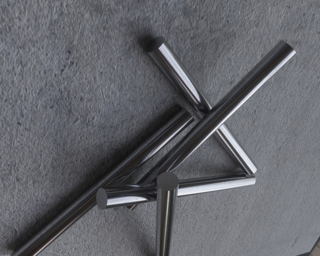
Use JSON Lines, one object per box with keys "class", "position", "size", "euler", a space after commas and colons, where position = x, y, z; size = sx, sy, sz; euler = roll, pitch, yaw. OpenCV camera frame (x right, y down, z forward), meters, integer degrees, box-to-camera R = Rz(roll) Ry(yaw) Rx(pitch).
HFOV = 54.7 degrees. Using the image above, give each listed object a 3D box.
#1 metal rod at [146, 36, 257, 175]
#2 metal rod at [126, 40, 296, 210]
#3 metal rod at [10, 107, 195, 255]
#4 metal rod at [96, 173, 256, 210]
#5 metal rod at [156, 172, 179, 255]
{"class": "metal rod", "position": [0.076, -0.012, 0.442], "size": [0.025, 0.025, 0.300], "euler": [-43, 130, 1]}
{"class": "metal rod", "position": [0.055, 0.006, 0.413], "size": [0.299, 0.025, 0.025], "euler": [-46, 130, 15]}
{"class": "metal rod", "position": [-0.075, 0.078, 0.415], "size": [0.300, 0.025, 0.025], "euler": [-41, 130, -1]}
{"class": "metal rod", "position": [0.047, 0.087, 0.456], "size": [0.302, 0.025, 0.025], "euler": [3, 118, -41]}
{"class": "metal rod", "position": [0.006, 0.159, 0.461], "size": [0.025, 0.025, 0.298], "euler": [-19, 142, -18]}
